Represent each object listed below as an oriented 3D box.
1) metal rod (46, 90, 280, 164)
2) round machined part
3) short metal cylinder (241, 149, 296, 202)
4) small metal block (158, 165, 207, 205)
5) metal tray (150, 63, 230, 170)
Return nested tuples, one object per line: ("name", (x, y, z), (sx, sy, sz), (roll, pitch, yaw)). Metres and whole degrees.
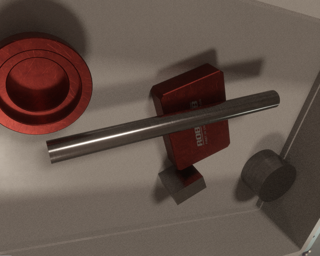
("metal rod", (0.021, -0.008, 0.377), (0.302, 0.025, 0.025), (-14, 124, -21))
("round machined part", (-0.120, -0.045, 0.304), (0.099, 0.042, 0.097), (-14, 125, -21))
("short metal cylinder", (0.194, 0.085, 0.554), (0.081, 0.050, 0.079), (-14, 125, -21))
("small metal block", (0.033, 0.078, 0.461), (0.050, 0.050, 0.025), (-29, 129, -10))
("metal tray", (0.046, -0.012, 0.425), (0.091, 0.030, 0.129), (-25, 128, -14))
